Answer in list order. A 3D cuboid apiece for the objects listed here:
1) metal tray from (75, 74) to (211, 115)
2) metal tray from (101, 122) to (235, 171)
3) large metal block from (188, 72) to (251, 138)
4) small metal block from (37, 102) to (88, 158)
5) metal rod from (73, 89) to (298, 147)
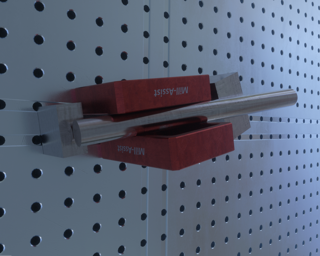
[{"bbox_3d":[-0.017,-0.039,0.353,0.131,0.090,0.030,-12,99,-40],"label":"metal tray"},{"bbox_3d":[0.004,0.015,0.346,0.091,0.130,0.030,-13,99,-40],"label":"metal tray"},{"bbox_3d":[0.070,-0.028,0.433,0.050,0.080,0.080,-29,108,-37],"label":"large metal block"},{"bbox_3d":[-0.099,0.001,0.311,0.025,0.050,0.050,-11,97,-40],"label":"small metal block"},{"bbox_3d":[0.053,-0.019,0.357,0.303,0.025,0.025,-11,97,-30],"label":"metal rod"}]
